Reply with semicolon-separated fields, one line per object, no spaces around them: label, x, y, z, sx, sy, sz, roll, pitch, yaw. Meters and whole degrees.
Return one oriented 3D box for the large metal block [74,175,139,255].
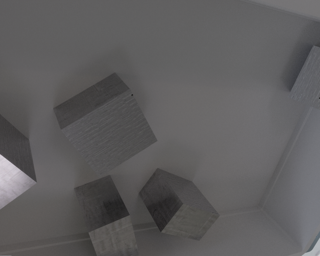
large metal block;-0.071;0.124;0.411;0.050;0.080;0.079;-19;126;-17

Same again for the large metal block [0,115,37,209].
large metal block;-0.169;0.021;0.294;0.050;0.080;0.080;-37;129;-4

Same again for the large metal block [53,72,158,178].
large metal block;-0.061;-0.003;0.357;0.080;0.050;0.080;-32;129;-7

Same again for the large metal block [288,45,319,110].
large metal block;0.248;-0.070;0.456;0.050;0.080;0.079;-26;139;-59

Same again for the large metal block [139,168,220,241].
large metal block;0.027;0.113;0.457;0.080;0.080;0.050;27;103;-38
